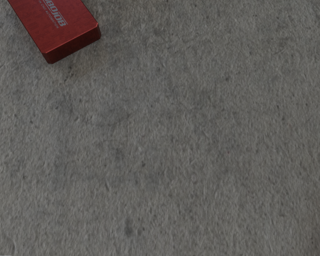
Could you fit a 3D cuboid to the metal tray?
[{"bbox_3d":[-0.160,-0.169,0.465,0.090,0.030,0.130,-32,74,-12],"label":"metal tray"}]
